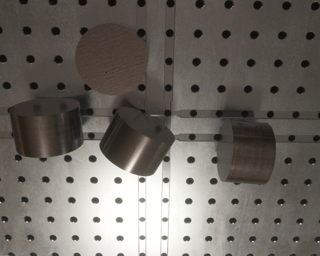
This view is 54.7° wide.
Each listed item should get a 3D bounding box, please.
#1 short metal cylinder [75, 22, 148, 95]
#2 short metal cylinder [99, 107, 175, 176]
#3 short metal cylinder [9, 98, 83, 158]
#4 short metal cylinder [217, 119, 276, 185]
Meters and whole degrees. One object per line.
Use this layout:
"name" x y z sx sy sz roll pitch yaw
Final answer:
"short metal cylinder" -0.054 -0.084 0.369 0.081 0.050 0.079 0 110 -1
"short metal cylinder" -0.028 0.016 0.390 0.080 0.080 0.050 27 108 -10
"short metal cylinder" -0.137 -0.003 0.381 0.081 0.080 0.050 -1 110 0
"short metal cylinder" 0.107 0.031 0.397 0.050 0.080 0.079 5 110 -2
